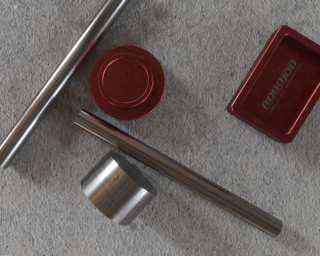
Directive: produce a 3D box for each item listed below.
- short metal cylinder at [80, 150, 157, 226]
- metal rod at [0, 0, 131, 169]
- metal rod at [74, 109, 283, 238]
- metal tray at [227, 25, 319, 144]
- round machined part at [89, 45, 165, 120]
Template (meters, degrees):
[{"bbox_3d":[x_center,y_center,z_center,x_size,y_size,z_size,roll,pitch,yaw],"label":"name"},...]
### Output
[{"bbox_3d":[-0.050,0.073,0.382,0.080,0.080,0.050,43,90,0],"label":"short metal cylinder"},{"bbox_3d":[-0.124,-0.075,0.408,0.025,0.025,0.299,36,90,0],"label":"metal rod"},{"bbox_3d":[0.024,0.060,0.410,0.301,0.025,0.025,30,90,0],"label":"metal rod"},{"bbox_3d":[0.161,-0.056,0.408,0.090,0.030,0.130,32,90,0],"label":"metal tray"},{"bbox_3d":[-0.042,-0.059,0.401,0.099,0.042,0.097,0,90,0],"label":"round machined part"}]
